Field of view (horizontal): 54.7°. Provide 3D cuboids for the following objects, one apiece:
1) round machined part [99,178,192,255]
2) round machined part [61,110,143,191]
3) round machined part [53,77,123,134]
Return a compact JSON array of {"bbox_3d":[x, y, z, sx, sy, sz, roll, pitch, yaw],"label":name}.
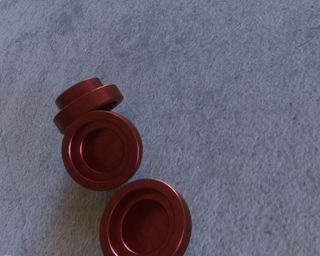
[{"bbox_3d":[-0.012,0.107,0.332,0.098,0.042,0.098,-13,56,20],"label":"round machined part"},{"bbox_3d":[-0.069,0.027,0.392,0.098,0.042,0.097,0,91,11],"label":"round machined part"},{"bbox_3d":[-0.103,-0.034,0.428,0.098,0.098,0.042,-32,89,7],"label":"round machined part"}]
